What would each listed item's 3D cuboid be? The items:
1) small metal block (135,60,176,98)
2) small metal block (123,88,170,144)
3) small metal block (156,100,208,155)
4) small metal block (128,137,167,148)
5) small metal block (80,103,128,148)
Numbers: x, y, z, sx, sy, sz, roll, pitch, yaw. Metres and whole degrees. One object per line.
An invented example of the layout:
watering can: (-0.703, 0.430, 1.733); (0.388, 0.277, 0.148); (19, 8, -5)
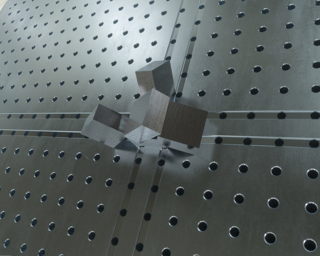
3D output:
small metal block: (-0.005, -0.060, 0.419); (0.025, 0.050, 0.050); (3, 27, 30)
small metal block: (-0.017, -0.014, 0.379); (0.050, 0.025, 0.050); (-27, 43, 55)
small metal block: (0.027, 0.000, 0.381); (0.050, 0.025, 0.050); (16, 66, 1)
small metal block: (-0.011, -0.003, 0.417); (0.050, 0.025, 0.050); (3, 63, 29)
small metal block: (-0.072, -0.002, 0.419); (0.050, 0.050, 0.025); (-37, 34, 51)
